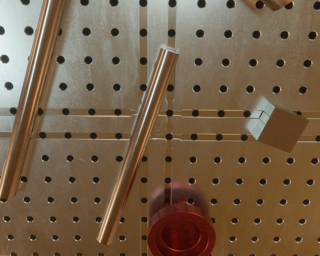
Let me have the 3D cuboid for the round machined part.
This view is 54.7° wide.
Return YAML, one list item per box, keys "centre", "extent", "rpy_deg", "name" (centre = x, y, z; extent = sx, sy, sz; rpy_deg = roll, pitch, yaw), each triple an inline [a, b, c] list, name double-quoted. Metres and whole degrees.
- centre: [0.031, 0.153, 0.461]
  extent: [0.099, 0.042, 0.097]
  rpy_deg: [0, 110, 0]
  name: "round machined part"

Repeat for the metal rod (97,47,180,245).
- centre: [-0.036, 0.038, 0.426]
  extent: [0.025, 0.025, 0.298]
  rpy_deg: [18, 109, -7]
  name: "metal rod"

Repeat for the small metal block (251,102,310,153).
- centre: [0.160, -0.001, 0.414]
  extent: [0.050, 0.025, 0.050]
  rpy_deg: [20, 109, -8]
  name: "small metal block"

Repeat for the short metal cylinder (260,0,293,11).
- centre: [0.129, -0.171, 0.322]
  extent: [0.050, 0.080, 0.080]
  rpy_deg: [36, 106, -12]
  name: "short metal cylinder"

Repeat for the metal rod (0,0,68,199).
- centre: [-0.167, -0.036, 0.398]
  extent: [0.025, 0.025, 0.298]
  rpy_deg: [20, 109, -7]
  name: "metal rod"
